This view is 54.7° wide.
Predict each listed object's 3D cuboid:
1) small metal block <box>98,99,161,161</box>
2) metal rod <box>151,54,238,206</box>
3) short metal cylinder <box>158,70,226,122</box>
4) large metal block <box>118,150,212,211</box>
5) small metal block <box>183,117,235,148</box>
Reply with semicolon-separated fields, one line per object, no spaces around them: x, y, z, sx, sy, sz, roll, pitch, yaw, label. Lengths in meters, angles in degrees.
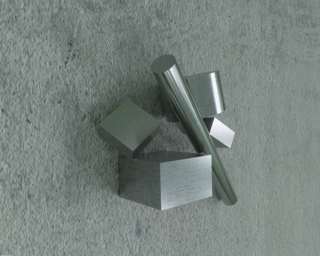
-0.035;0.002;0.359;0.050;0.025;0.050;36;59;13;small metal block
0.058;0.027;0.398;0.025;0.025;0.299;-59;142;-23;metal rod
0.042;-0.042;0.406;0.081;0.080;0.050;-21;104;-38;short metal cylinder
0.006;0.058;0.376;0.081;0.080;0.050;-3;93;-40;large metal block
0.071;0.007;0.451;0.050;0.050;0.025;31;70;-36;small metal block
